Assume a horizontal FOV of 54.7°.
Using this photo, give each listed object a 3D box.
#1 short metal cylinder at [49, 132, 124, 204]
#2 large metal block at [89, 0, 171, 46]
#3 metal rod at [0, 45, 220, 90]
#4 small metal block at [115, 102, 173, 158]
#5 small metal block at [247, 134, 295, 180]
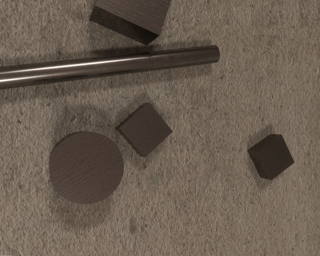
[{"bbox_3d":[-0.088,0.044,0.364,0.081,0.050,0.079,0,90,-21],"label":"short metal cylinder"},{"bbox_3d":[-0.033,-0.161,0.384,0.081,0.050,0.080,20,83,-19],"label":"large metal block"},{"bbox_3d":[-0.061,-0.078,0.386,0.303,0.025,0.025,-11,94,-20],"label":"metal rod"},{"bbox_3d":[-0.021,0.002,0.402,0.050,0.025,0.050,-43,104,-15],"label":"small metal block"},{"bbox_3d":[0.170,0.044,0.474,0.050,0.025,0.050,-31,101,-18],"label":"small metal block"}]
